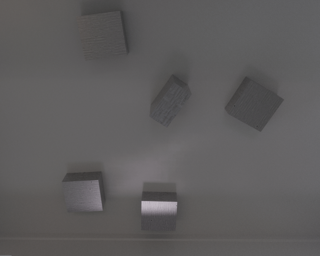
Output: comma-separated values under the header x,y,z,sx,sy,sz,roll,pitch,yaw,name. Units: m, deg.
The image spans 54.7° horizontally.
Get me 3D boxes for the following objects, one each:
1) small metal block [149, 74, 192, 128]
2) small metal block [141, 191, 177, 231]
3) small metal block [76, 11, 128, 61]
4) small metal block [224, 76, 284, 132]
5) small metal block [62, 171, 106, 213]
x,y,z,sx,sy,sz,roll,pitch,yaw,name
0.012,-0.035,0.385,0.025,0.050,0.050,33,107,-11,small metal block
-0.002,0.122,0.456,0.050,0.025,0.050,2,110,-1,small metal block
-0.067,-0.110,0.370,0.050,0.025,0.050,-7,110,2,small metal block
0.121,-0.031,0.401,0.050,0.025,0.050,28,108,-10,small metal block
-0.108,0.091,0.444,0.050,0.025,0.050,-3,110,1,small metal block
